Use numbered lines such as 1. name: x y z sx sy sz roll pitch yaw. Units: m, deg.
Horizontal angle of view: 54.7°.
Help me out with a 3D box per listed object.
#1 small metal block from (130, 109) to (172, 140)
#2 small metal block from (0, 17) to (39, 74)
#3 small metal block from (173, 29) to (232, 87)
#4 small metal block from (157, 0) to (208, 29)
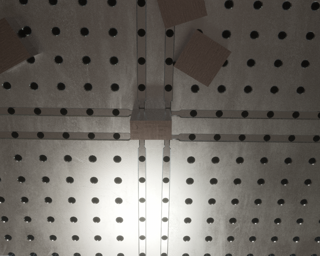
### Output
1. small metal block: -0.011 -0.006 0.398 0.050 0.050 0.025 0 110 -1
2. small metal block: -0.187 -0.099 0.374 0.050 0.025 0.050 -26 108 9
3. small metal block: 0.051 -0.087 0.382 0.050 0.025 0.050 29 107 -11
4. small metal block: 0.023 -0.148 0.359 0.050 0.025 0.050 -16 110 5
